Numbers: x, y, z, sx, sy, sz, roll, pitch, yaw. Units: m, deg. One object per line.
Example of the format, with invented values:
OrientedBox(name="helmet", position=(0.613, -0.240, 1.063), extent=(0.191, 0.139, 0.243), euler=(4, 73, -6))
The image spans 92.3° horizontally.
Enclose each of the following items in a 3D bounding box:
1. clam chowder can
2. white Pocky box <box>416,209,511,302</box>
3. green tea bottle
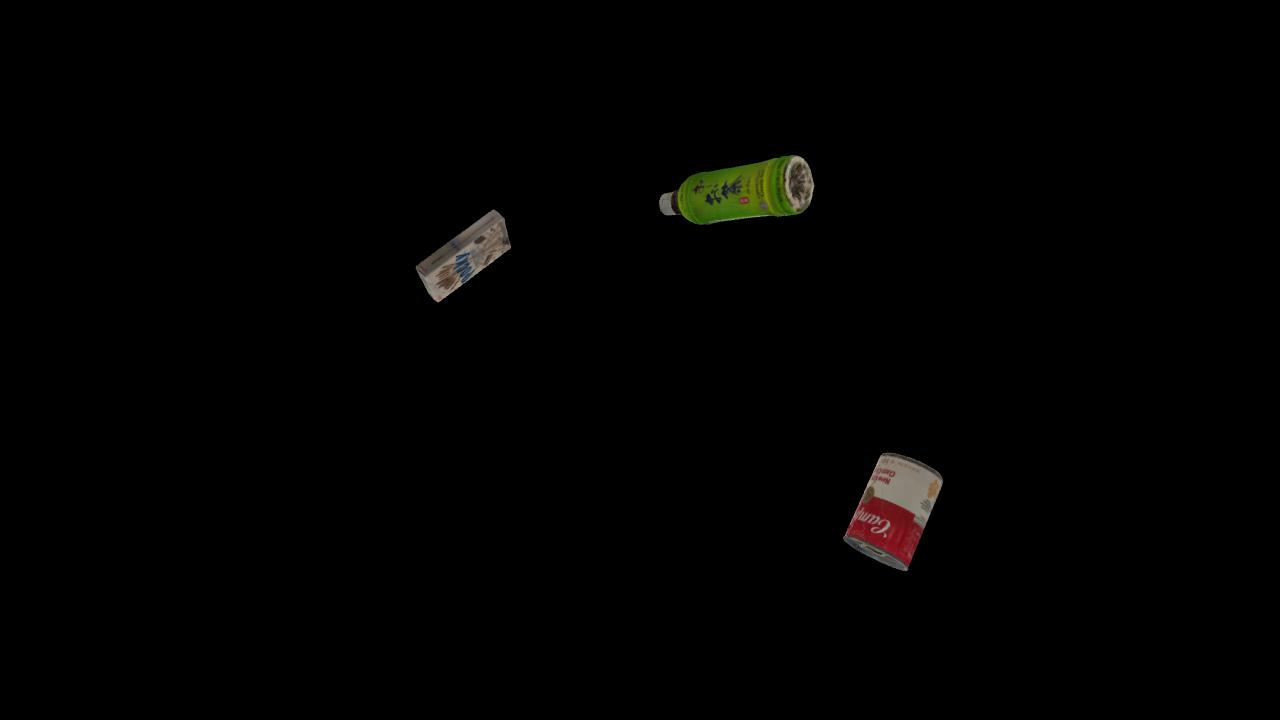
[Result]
OrientedBox(name="clam chowder can", position=(0.265, 0.157, 0.642), extent=(0.068, 0.102, 0.068), euler=(29, -14, 8))
OrientedBox(name="white Pocky box", position=(-0.273, -0.163, 0.964), extent=(0.154, 0.028, 0.084), euler=(-43, -14, -19))
OrientedBox(name="green tea bottle", position=(0.112, -0.210, 0.789), extent=(0.212, 0.073, 0.073), euler=(2, 1, 44))
